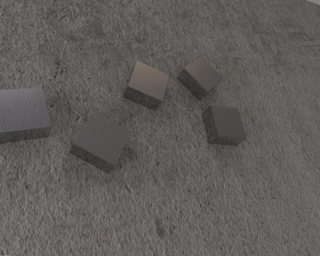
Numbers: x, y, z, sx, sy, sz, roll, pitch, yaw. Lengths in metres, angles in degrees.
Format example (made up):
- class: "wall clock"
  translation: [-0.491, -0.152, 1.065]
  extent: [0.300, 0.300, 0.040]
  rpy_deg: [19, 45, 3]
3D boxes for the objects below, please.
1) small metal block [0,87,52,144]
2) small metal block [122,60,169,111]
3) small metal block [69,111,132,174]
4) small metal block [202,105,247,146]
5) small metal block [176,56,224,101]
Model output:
- class: "small metal block"
  translation: [-0.149, -0.014, 0.332]
  extent: [0.050, 0.025, 0.050]
  rpy_deg: [-9, 66, -32]
- class: "small metal block"
  translation: [-0.019, -0.059, 0.429]
  extent: [0.050, 0.025, 0.050]
  rpy_deg: [23, 53, -14]
- class: "small metal block"
  translation: [-0.068, 0.016, 0.357]
  extent: [0.050, 0.025, 0.050]
  rpy_deg: [30, 52, -9]
- class: "small metal block"
  translation: [0.094, -0.003, 0.456]
  extent: [0.050, 0.025, 0.050]
  rpy_deg: [5, 59, -26]
- class: "small metal block"
  translation: [0.063, -0.078, 0.485]
  extent: [0.050, 0.025, 0.050]
  rpy_deg: [47, 51, 4]
